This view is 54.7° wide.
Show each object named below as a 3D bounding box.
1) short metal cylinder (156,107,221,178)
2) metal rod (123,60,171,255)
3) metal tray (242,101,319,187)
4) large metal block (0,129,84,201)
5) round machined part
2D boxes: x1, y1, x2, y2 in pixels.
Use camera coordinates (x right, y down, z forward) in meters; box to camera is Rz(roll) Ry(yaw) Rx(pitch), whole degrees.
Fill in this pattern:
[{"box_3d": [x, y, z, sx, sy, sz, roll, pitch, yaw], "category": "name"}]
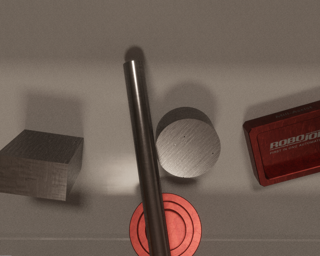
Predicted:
[{"box_3d": [0.035, 0.018, 0.405, 0.081, 0.050, 0.079, 0, 110, -1], "category": "short metal cylinder"}, {"box_3d": [-0.012, 0.067, 0.373, 0.025, 0.025, 0.298, -8, 86, 2], "category": "metal rod"}, {"box_3d": [0.187, 0.019, 0.418, 0.131, 0.030, 0.089, -16, 110, 5], "category": "metal tray"}, {"box_3d": [-0.149, 0.044, 0.396, 0.081, 0.080, 0.050, 8, 110, -4], "category": "large metal block"}, {"box_3d": [0.009, 0.144, 0.438, 0.099, 0.042, 0.098, -1, 69, 3], "category": "round machined part"}]
